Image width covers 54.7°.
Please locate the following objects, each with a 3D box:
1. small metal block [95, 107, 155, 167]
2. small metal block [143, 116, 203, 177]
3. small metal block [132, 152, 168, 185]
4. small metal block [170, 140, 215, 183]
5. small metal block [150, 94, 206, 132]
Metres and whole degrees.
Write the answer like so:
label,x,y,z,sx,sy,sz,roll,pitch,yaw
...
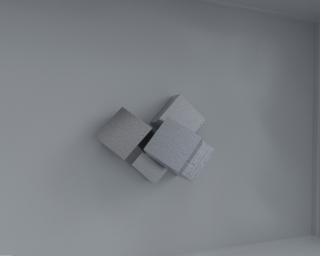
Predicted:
label,x,y,z,sx,sy,sz,roll,pitch,yaw
small metal block,-0.042,0.010,0.381,0.050,0.025,0.050,35,76,22
small metal block,0.017,0.022,0.377,0.050,0.025,0.050,32,77,17
small metal block,-0.012,0.038,0.405,0.050,0.025,0.050,44,76,-15
small metal block,0.038,0.040,0.411,0.025,0.050,0.050,37,78,-17
small metal block,0.024,-0.010,0.419,0.050,0.025,0.050,44,76,-15
